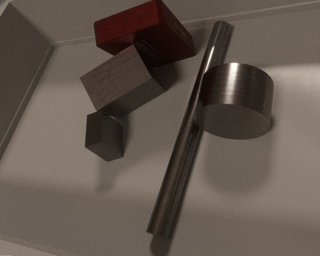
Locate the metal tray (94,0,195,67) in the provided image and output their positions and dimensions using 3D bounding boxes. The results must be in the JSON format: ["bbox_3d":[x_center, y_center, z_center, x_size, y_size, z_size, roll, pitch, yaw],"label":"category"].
[{"bbox_3d":[-0.015,-0.117,0.416,0.090,0.130,0.030,-12,81,21],"label":"metal tray"}]

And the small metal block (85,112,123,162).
[{"bbox_3d":[-0.075,0.011,0.420,0.025,0.050,0.050,-18,55,19],"label":"small metal block"}]

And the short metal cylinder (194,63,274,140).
[{"bbox_3d":[0.082,-0.027,0.343,0.080,0.080,0.050,1,62,28],"label":"short metal cylinder"}]

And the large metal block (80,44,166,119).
[{"bbox_3d":[-0.047,-0.058,0.420,0.080,0.080,0.050,-30,79,9],"label":"large metal block"}]

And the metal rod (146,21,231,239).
[{"bbox_3d":[0.043,-0.015,0.390,0.025,0.025,0.300,6,64,30],"label":"metal rod"}]
